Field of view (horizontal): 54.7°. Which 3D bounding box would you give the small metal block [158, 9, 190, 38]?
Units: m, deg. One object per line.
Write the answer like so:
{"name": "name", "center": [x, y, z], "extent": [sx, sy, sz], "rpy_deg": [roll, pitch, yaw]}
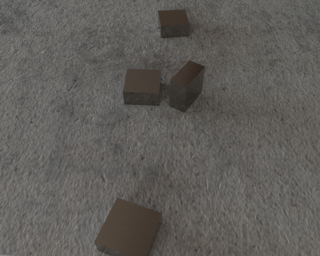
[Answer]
{"name": "small metal block", "center": [0.024, -0.190, 0.564], "extent": [0.050, 0.025, 0.050], "rpy_deg": [-4, 50, -4]}

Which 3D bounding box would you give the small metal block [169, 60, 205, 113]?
{"name": "small metal block", "center": [0.038, -0.058, 0.436], "extent": [0.025, 0.050, 0.050], "rpy_deg": [28, 55, 21]}

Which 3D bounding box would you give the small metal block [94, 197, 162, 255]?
{"name": "small metal block", "center": [-0.030, 0.106, 0.314], "extent": [0.050, 0.025, 0.050], "rpy_deg": [16, 52, 13]}

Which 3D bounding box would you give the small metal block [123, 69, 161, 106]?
{"name": "small metal block", "center": [-0.025, -0.060, 0.453], "extent": [0.050, 0.025, 0.050], "rpy_deg": [3, 50, 2]}
